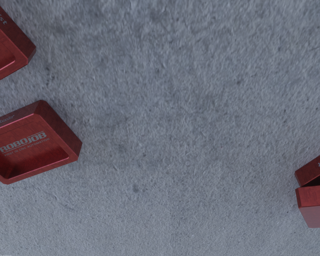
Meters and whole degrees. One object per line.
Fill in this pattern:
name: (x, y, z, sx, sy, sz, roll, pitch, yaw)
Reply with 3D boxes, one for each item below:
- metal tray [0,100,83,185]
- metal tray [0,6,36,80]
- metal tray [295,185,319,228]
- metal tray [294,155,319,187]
metal tray: (-0.186, 0.024, 0.421, 0.130, 0.030, 0.090, -20, 128, 15)
metal tray: (-0.206, -0.104, 0.311, 0.090, 0.030, 0.130, -23, 127, 18)
metal tray: (0.269, 0.123, 0.480, 0.090, 0.030, 0.130, -13, 145, 25)
metal tray: (0.283, 0.061, 0.460, 0.090, 0.030, 0.129, 29, 124, -23)
